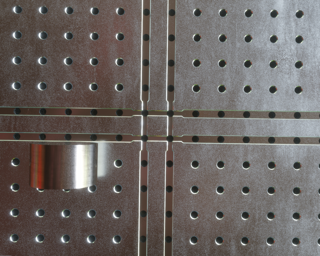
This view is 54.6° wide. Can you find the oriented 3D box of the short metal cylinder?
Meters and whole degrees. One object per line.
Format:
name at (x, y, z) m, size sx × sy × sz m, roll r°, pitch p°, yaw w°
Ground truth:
short metal cylinder at (-0.118, 0.044, 0.385) m, size 0.080 × 0.080 × 0.050 m, roll 1°, pitch 90°, yaw 0°
